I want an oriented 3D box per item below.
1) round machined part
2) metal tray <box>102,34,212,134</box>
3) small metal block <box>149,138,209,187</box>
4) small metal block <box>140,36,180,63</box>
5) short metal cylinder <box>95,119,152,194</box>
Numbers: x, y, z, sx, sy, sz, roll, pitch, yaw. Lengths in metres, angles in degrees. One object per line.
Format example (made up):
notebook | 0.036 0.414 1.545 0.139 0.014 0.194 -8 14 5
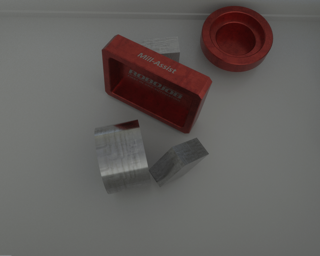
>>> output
round machined part | 0.107 -0.123 0.447 0.099 0.042 0.098 0 70 -1
metal tray | -0.008 -0.052 0.391 0.130 0.090 0.030 27 61 9
small metal block | 0.023 0.041 0.371 0.050 0.050 0.025 -16 65 -49
small metal block | 0.000 -0.101 0.433 0.050 0.050 0.025 -5 70 -2
short metal cylinder | -0.043 0.034 0.368 0.050 0.080 0.080 -12 71 -5
